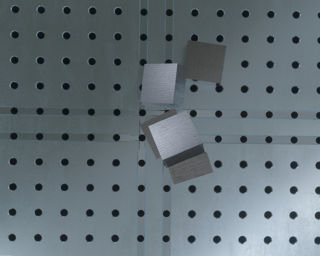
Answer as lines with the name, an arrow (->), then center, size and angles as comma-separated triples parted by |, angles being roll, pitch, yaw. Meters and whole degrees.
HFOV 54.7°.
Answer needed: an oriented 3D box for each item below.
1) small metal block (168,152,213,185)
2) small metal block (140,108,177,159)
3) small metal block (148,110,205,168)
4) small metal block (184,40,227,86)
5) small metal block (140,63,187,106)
small metal block -> 0.037, 0.049, 0.401 | 0.050, 0.050, 0.025 | -17, 90, 0
small metal block -> 0.007, 0.007, 0.414 | 0.050, 0.025, 0.050 | -26, 90, -1
small metal block -> 0.020, 0.013, 0.377 | 0.050, 0.025, 0.050 | -23, 58, -1
small metal block -> 0.058, -0.086, 0.414 | 0.050, 0.025, 0.050 | 9, 90, -1
small metal block -> 0.005, -0.056, 0.402 | 0.050, 0.025, 0.050 | 6, 90, 33
